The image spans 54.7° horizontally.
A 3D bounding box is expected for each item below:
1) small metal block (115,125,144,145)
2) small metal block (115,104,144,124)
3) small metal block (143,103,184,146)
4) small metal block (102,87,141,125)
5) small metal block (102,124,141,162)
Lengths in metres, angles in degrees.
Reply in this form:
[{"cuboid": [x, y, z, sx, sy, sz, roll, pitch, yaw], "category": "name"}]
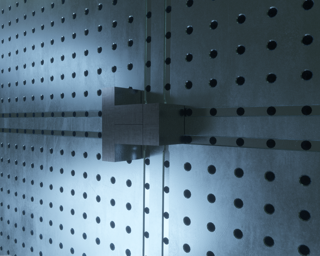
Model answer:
[{"cuboid": [-0.024, 0.008, 0.410, 0.050, 0.050, 0.025, 0, 90, 39], "category": "small metal block"}, {"cuboid": [-0.024, -0.017, 0.410, 0.050, 0.050, 0.025, 0, 90, 39], "category": "small metal block"}, {"cuboid": [0.005, -0.004, 0.386, 0.025, 0.050, 0.050, 0, 90, 40], "category": "small metal block"}, {"cuboid": [-0.053, -0.030, 0.434, 0.025, 0.050, 0.050, 0, 90, 40], "category": "small metal block"}, {"cuboid": [-0.053, 0.020, 0.434, 0.025, 0.050, 0.050, 0, 90, 40], "category": "small metal block"}]
